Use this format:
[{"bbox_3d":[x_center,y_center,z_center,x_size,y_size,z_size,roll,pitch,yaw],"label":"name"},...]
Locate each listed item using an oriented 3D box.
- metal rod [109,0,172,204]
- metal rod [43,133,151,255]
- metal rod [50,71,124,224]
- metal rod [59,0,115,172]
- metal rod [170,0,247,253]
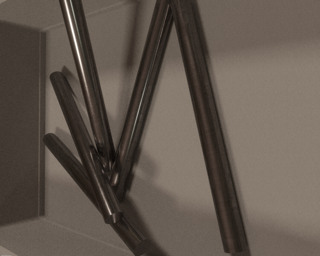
[{"bbox_3d":[-0.031,-0.028,0.430,0.025,0.025,0.298,26,106,36],"label":"metal rod"},{"bbox_3d":[-0.112,0.081,0.470,0.300,0.025,0.025,34,111,43],"label":"metal rod"},{"bbox_3d":[-0.121,0.009,0.468,0.025,0.025,0.300,-54,48,26],"label":"metal rod"},{"bbox_3d":[-0.093,-0.071,0.399,0.025,0.025,0.298,17,127,38],"label":"metal rod"},{"bbox_3d":[0.054,-0.012,0.360,0.025,0.025,0.298,-18,79,38],"label":"metal rod"}]
